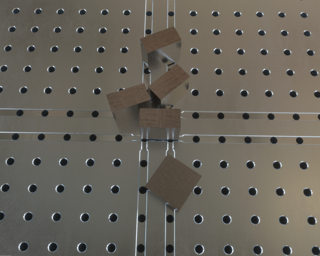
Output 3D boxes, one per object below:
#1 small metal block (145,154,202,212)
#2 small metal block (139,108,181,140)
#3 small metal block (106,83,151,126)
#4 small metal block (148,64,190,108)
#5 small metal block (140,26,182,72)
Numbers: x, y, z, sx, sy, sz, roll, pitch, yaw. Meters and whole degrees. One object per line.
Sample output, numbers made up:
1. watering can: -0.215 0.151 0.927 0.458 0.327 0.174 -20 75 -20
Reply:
1. small metal block: 0.016 0.069 0.387 0.050 0.025 0.050 33 73 11
2. small metal block: 0.000 -0.004 0.400 0.050 0.050 0.025 1 70 0
3. small metal block: -0.039 -0.030 0.409 0.050 0.050 0.025 -19 71 -7
4. small metal block: 0.012 -0.051 0.417 0.050 0.050 0.025 -40 75 -13
5. small metal block: 0.001 -0.110 0.439 0.050 0.050 0.025 -23 72 -8
